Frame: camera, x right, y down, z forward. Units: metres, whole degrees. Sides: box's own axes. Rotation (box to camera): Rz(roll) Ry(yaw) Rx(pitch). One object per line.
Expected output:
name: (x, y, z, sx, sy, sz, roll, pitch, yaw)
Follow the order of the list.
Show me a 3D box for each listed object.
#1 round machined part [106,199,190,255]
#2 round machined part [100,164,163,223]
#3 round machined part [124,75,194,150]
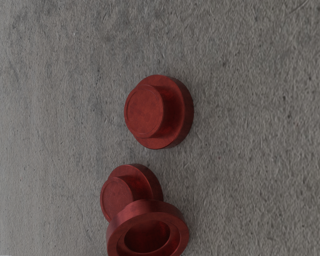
round machined part: (-0.017, 0.127, 0.382, 0.097, 0.099, 0.042, -63, 24, 21)
round machined part: (-0.046, 0.100, 0.432, 0.098, 0.042, 0.097, 0, 90, 40)
round machined part: (-0.009, -0.020, 0.401, 0.098, 0.042, 0.097, 0, 90, 40)
